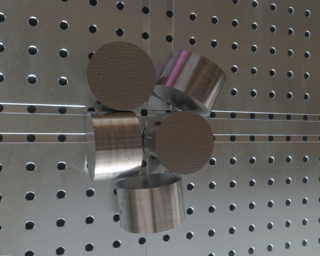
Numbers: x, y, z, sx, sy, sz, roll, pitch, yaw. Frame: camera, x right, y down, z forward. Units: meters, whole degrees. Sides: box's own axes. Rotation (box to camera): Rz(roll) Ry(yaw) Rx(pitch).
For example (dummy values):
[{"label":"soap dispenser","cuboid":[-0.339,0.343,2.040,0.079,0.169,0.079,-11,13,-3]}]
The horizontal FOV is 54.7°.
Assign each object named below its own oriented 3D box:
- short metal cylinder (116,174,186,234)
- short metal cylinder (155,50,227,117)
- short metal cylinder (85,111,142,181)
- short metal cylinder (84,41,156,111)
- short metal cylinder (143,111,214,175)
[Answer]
[{"label":"short metal cylinder","cuboid":[-0.011,0.089,0.379,0.081,0.080,0.050,-7,93,-20]},{"label":"short metal cylinder","cuboid":[0.038,-0.056,0.397,0.080,0.080,0.050,30,80,-18]},{"label":"short metal cylinder","cuboid":[-0.057,0.020,0.363,0.050,0.080,0.079,-3,91,-21]},{"label":"short metal cylinder","cuboid":[-0.051,-0.060,0.380,0.081,0.050,0.079,0,90,-19]},{"label":"short metal cylinder","cuboid":[0.023,0.018,0.408,0.081,0.050,0.079,0,91,-21]}]
